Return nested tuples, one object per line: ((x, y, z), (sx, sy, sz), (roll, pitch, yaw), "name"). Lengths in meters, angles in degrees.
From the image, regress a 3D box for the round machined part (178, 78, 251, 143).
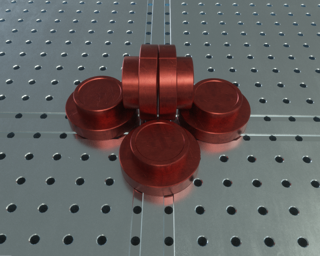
((0.074, -0.031, 0.422), (0.099, 0.042, 0.098), (0, 50, 0), "round machined part")

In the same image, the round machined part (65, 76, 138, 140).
((-0.080, -0.034, 0.424), (0.099, 0.042, 0.098), (0, 50, 0), "round machined part")

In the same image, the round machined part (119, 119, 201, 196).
((0.000, 0.028, 0.373), (0.099, 0.042, 0.098), (0, 50, 0), "round machined part")

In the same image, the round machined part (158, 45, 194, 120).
((0.019, -0.058, 0.402), (0.042, 0.097, 0.098), (-1, 50, -1), "round machined part")

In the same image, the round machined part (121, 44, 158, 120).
((-0.024, -0.058, 0.401), (0.042, 0.097, 0.098), (1, 50, 1), "round machined part")
